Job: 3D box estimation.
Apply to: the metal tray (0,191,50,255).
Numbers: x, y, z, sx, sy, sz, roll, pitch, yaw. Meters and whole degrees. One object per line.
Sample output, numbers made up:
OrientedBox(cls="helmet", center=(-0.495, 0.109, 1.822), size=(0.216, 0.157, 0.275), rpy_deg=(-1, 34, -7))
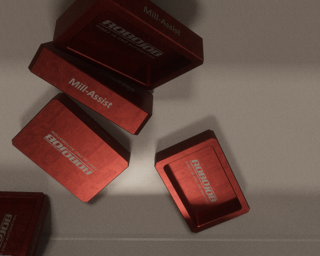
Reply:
OrientedBox(cls="metal tray", center=(-0.209, 0.147, 0.406), size=(0.091, 0.130, 0.030), rpy_deg=(2, 136, -1))

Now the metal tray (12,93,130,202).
OrientedBox(cls="metal tray", center=(-0.116, 0.028, 0.418), size=(0.090, 0.030, 0.130), rpy_deg=(-42, 105, 13))

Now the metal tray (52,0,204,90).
OrientedBox(cls="metal tray", center=(-0.029, -0.088, 0.320), size=(0.131, 0.030, 0.090), rpy_deg=(21, 150, -40))

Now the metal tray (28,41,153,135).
OrientedBox(cls="metal tray", center=(-0.070, -0.051, 0.356), size=(0.130, 0.090, 0.030), rpy_deg=(32, 107, -12))

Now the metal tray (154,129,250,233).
OrientedBox(cls="metal tray", center=(0.060, 0.078, 0.438), size=(0.090, 0.030, 0.130), rpy_deg=(-25, 109, 8))
